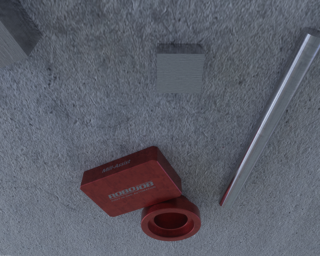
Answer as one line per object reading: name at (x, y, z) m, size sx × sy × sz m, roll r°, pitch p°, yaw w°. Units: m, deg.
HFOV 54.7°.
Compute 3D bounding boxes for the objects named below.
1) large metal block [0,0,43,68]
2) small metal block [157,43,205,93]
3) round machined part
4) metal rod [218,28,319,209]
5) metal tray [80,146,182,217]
large metal block at (-0.180, -0.101, 0.303) m, size 0.080 × 0.050 × 0.080 m, roll -18°, pitch 128°, yaw 14°
small metal block at (0.022, -0.067, 0.350) m, size 0.050 × 0.025 × 0.050 m, roll 0°, pitch 130°, yaw -1°
round machined part at (0.018, 0.146, 0.521) m, size 0.099 × 0.042 × 0.097 m, roll 0°, pitch 131°, yaw 0°
metal rod at (0.135, 0.012, 0.418) m, size 0.025 × 0.025 × 0.298 m, roll 8°, pitch 130°, yaw -7°
metal tray at (-0.043, 0.086, 0.477) m, size 0.130 × 0.030 × 0.090 m, roll -22°, pitch 127°, yaw 17°
